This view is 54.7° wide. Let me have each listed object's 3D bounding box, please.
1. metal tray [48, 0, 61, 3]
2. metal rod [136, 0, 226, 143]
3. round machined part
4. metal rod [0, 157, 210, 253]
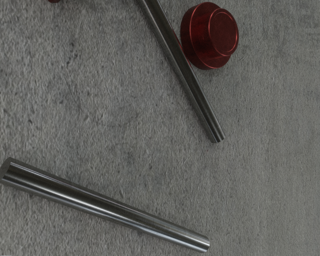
[{"bbox_3d":[-0.105,-0.206,0.312,0.090,0.030,0.130,39,66,-33],"label":"metal tray"},{"bbox_3d":[0.019,-0.102,0.420,0.025,0.025,0.299,-45,117,-30],"label":"metal rod"},{"bbox_3d":[0.080,-0.138,0.460,0.099,0.042,0.097,0,90,-40],"label":"round machined part"},{"bbox_3d":[-0.040,0.105,0.371,0.301,0.025,0.025,33,70,-35],"label":"metal rod"}]
